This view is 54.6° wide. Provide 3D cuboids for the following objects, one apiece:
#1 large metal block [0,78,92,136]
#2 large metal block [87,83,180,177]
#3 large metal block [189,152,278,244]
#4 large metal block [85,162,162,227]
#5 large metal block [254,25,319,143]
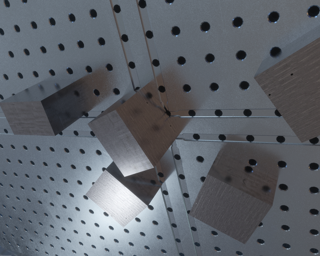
[{"bbox_3d":[-0.160,-0.031,0.442,0.080,0.080,0.050,1,119,28],"label":"large metal block"},{"bbox_3d":[-0.029,0.001,0.393,0.050,0.080,0.080,-22,106,36],"label":"large metal block"},{"bbox_3d":[0.093,0.090,0.402,0.080,0.050,0.079,26,128,12],"label":"large metal block"},{"bbox_3d":[-0.057,0.097,0.486,0.080,0.050,0.080,41,129,0],"label":"large metal block"},{"bbox_3d":[0.149,-0.045,0.289,0.080,0.050,0.080,-32,100,38],"label":"large metal block"}]
